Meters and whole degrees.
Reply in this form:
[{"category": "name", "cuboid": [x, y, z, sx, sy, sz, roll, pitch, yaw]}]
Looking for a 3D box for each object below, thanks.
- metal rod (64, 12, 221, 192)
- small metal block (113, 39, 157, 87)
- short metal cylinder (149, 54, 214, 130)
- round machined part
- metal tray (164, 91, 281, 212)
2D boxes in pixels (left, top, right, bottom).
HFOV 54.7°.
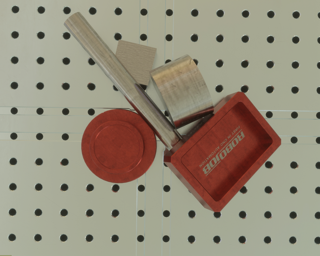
[{"category": "metal rod", "cuboid": [-0.012, -0.018, 0.396, 0.025, 0.025, 0.300, -40, 98, 0]}, {"category": "small metal block", "cuboid": [-0.034, -0.085, 0.413, 0.050, 0.025, 0.050, 13, 90, -1]}, {"category": "short metal cylinder", "cuboid": [0.026, -0.044, 0.386, 0.050, 0.080, 0.080, -25, 90, 0]}, {"category": "round machined part", "cuboid": [-0.054, 0.024, 0.403, 0.099, 0.042, 0.097, 0, 90, -1]}, {"category": "metal tray", "cuboid": [0.081, 0.028, 0.391, 0.130, 0.030, 0.090, -43, 98, -16]}]
